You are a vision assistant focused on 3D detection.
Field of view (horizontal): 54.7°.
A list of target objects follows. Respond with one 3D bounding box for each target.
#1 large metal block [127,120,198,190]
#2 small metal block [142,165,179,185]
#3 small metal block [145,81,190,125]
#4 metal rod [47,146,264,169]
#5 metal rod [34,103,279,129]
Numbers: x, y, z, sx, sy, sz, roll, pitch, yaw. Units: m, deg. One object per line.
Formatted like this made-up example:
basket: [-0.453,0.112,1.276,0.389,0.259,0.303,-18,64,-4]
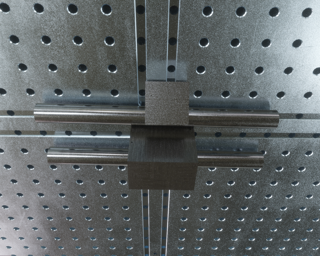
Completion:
large metal block: [0.003,0.032,0.397,0.081,0.080,0.050,1,130,-2]
small metal block: [0.000,0.069,0.450,0.050,0.025,0.050,2,168,-2]
small metal block: [0.008,-0.029,0.367,0.050,0.025,0.050,1,96,-1]
metal rod: [-0.005,0.043,0.444,0.302,0.025,0.025,2,130,-2]
metal rod: [-0.002,-0.015,0.393,0.302,0.025,0.025,2,130,-2]
